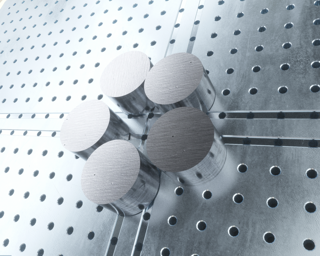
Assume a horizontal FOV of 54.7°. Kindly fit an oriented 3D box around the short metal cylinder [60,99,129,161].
[{"bbox_3d":[-0.091,0.007,0.436,0.080,0.050,0.080,-13,57,21],"label":"short metal cylinder"}]

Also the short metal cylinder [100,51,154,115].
[{"bbox_3d":[-0.040,-0.065,0.452,0.080,0.050,0.080,-13,56,21],"label":"short metal cylinder"}]

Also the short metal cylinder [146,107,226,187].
[{"bbox_3d":[0.031,0.022,0.361,0.080,0.050,0.080,-13,58,21],"label":"short metal cylinder"}]

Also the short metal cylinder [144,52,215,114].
[{"bbox_3d":[0.026,-0.052,0.409,0.080,0.050,0.080,-13,56,21],"label":"short metal cylinder"}]

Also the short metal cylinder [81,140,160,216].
[{"bbox_3d":[-0.048,0.061,0.378,0.080,0.050,0.080,-14,55,21],"label":"short metal cylinder"}]
